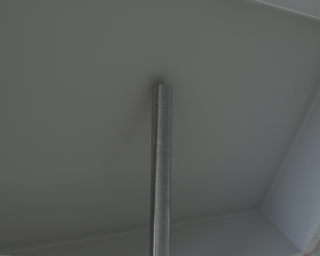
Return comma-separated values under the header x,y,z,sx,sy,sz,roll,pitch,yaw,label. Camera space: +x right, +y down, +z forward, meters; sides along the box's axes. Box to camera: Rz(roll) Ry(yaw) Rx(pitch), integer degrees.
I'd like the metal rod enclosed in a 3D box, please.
x,y,z,sx,sy,sz,roll,pitch,yaw,label
0.000,0.097,0.385,0.025,0.025,0.298,0,92,-28,metal rod
